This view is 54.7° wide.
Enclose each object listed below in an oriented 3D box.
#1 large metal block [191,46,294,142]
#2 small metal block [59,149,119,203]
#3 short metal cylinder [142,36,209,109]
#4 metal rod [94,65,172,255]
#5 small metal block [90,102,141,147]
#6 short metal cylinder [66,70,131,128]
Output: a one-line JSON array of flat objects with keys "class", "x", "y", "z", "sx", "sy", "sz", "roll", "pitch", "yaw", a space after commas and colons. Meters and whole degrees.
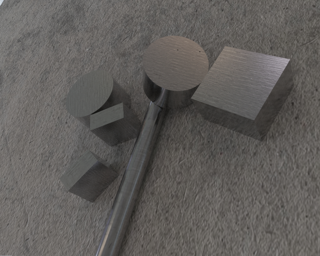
[{"class": "large metal block", "x": 0.097, "y": -0.042, "z": 0.363, "sx": 0.080, "sy": 0.050, "sz": 0.080, "roll": 24, "pitch": 75, "yaw": 36}, {"class": "small metal block", "x": -0.089, "y": 0.062, "z": 0.396, "sx": 0.050, "sy": 0.050, "sz": 0.025, "roll": -47, "pitch": 51, "yaw": -4}, {"class": "short metal cylinder", "x": 0.018, "y": -0.071, "z": 0.401, "sx": 0.081, "sy": 0.050, "sz": 0.080, "roll": 2, "pitch": 68, "yaw": -4}, {"class": "metal rod", "x": -0.025, "y": 0.038, "z": 0.393, "sx": 0.025, "sy": 0.025, "sz": 0.300, "roll": 4, "pitch": 64, "yaw": 30}, {"class": "small metal block", "x": -0.059, "y": -0.003, "z": 0.421, "sx": 0.050, "sy": 0.050, "sz": 0.025, "roll": -20, "pitch": 54, "yaw": 16}, {"class": "short metal cylinder", "x": -0.090, "y": -0.039, "z": 0.459, "sx": 0.080, "sy": 0.050, "sz": 0.080, "roll": -13, "pitch": 56, "yaw": 21}]
